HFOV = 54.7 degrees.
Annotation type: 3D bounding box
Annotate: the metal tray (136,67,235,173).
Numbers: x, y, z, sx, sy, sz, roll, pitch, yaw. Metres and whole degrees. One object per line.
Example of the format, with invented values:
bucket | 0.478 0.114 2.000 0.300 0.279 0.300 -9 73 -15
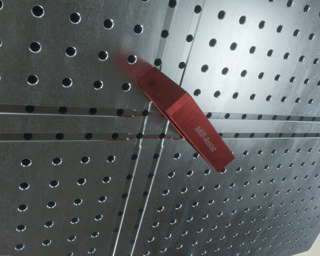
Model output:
metal tray | 0.033 -0.009 0.383 0.030 0.090 0.130 -42 130 0
